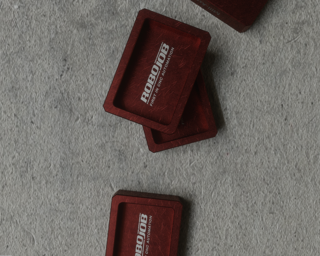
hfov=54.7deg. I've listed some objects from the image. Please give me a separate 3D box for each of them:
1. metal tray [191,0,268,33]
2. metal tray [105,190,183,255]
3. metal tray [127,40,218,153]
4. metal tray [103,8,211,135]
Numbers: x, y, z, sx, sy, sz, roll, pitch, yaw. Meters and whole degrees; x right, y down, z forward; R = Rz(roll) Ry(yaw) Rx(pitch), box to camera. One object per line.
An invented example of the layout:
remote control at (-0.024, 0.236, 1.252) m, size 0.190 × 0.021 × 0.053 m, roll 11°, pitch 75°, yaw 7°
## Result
metal tray at (0.084, -0.200, 0.408) m, size 0.130 × 0.030 × 0.090 m, roll 33°, pitch 90°, yaw 0°
metal tray at (-0.023, 0.152, 0.407) m, size 0.091 × 0.030 × 0.129 m, roll 6°, pitch 90°, yaw 0°
metal tray at (0.014, -0.041, 0.407) m, size 0.090 × 0.030 × 0.129 m, roll -15°, pitch 90°, yaw 0°
metal tray at (-0.003, -0.066, 0.376) m, size 0.090 × 0.030 × 0.129 m, roll 21°, pitch 90°, yaw 0°
